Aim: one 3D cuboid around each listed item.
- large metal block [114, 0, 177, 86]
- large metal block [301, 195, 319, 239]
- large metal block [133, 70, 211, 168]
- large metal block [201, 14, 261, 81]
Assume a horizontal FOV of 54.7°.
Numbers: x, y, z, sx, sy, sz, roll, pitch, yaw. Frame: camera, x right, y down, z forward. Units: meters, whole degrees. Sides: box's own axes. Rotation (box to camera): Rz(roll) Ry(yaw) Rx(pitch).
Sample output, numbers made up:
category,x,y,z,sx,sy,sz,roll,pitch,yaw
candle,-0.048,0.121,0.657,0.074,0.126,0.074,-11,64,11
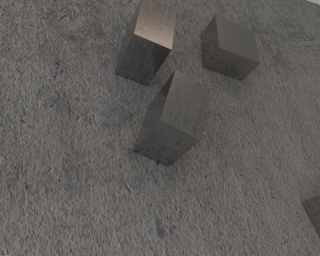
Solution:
category,x,y,z,sx,sy,sz,roll,pitch,yaw
large metal block,-0.021,-0.119,0.430,0.050,0.080,0.080,19,54,-17
large metal block,0.270,0.130,0.453,0.081,0.050,0.080,-7,65,-31
large metal block,0.014,-0.010,0.382,0.050,0.080,0.080,26,53,-12
large metal block,0.120,-0.138,0.536,0.081,0.050,0.080,15,56,-20
